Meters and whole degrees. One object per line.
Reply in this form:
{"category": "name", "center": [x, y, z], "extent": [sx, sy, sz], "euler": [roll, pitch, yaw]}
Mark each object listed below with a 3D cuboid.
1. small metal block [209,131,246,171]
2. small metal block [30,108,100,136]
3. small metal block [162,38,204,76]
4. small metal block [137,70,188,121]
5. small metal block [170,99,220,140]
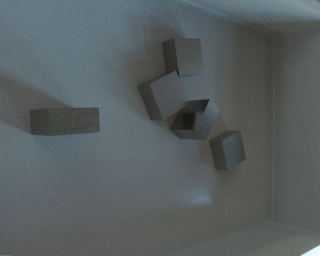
{"category": "small metal block", "center": [0.110, 0.036, 0.502], "extent": [0.050, 0.025, 0.050], "euler": [-23, 105, -38]}
{"category": "small metal block", "center": [-0.096, -0.007, 0.311], "extent": [0.050, 0.050, 0.025], "euler": [-4, 93, -40]}
{"category": "small metal block", "center": [0.033, -0.099, 0.436], "extent": [0.050, 0.025, 0.050], "euler": [-13, 98, -40]}
{"category": "small metal block", "center": [0.005, -0.043, 0.412], "extent": [0.050, 0.025, 0.050], "euler": [-34, 111, -35]}
{"category": "small metal block", "center": [0.049, -0.012, 0.433], "extent": [0.025, 0.050, 0.050], "euler": [41, 65, -33]}
